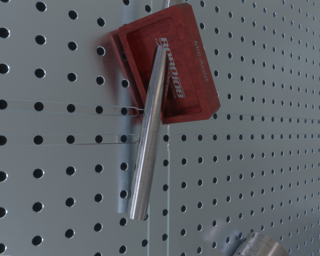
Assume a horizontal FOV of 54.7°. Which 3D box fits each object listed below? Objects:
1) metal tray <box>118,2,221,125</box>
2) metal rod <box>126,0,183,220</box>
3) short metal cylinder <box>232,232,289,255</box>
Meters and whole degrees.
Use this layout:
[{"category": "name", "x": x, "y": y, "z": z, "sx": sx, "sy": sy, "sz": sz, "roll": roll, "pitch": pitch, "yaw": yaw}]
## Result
[{"category": "metal tray", "x": 0.011, "y": -0.071, "z": 0.373, "sx": 0.030, "sy": 0.090, "sz": 0.129, "roll": -38, "pitch": 114, "yaw": -48}, {"category": "metal rod", "x": -0.004, "y": -0.037, "z": 0.381, "sx": 0.025, "sy": 0.025, "sz": 0.298, "roll": 8, "pitch": 92, "yaw": -40}, {"category": "short metal cylinder", "x": 0.167, "y": 0.222, "z": 0.515, "sx": 0.050, "sy": 0.080, "sz": 0.080, "roll": -40, "pitch": 115, "yaw": -33}]
